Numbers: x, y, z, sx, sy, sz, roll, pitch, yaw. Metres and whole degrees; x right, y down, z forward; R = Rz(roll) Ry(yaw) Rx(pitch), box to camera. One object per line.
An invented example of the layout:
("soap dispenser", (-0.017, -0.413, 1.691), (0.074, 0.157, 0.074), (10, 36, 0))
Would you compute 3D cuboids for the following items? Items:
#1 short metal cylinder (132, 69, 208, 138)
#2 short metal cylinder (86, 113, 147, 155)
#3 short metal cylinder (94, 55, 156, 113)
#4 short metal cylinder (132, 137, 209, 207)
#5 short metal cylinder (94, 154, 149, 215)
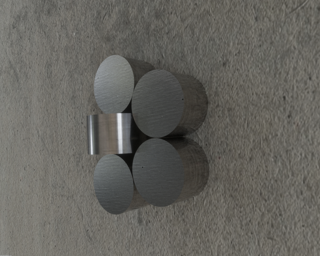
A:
("short metal cylinder", (0.011, -0.029, 0.380), (0.080, 0.050, 0.080), (1, 91, 40))
("short metal cylinder", (-0.058, 0.008, 0.419), (0.080, 0.081, 0.050), (-4, 88, 40))
("short metal cylinder", (-0.046, -0.057, 0.428), (0.080, 0.050, 0.080), (0, 91, 41))
("short metal cylinder", (0.012, 0.051, 0.379), (0.080, 0.050, 0.080), (1, 91, 41))
("short metal cylinder", (-0.047, 0.074, 0.429), (0.080, 0.050, 0.080), (0, 91, 41))
